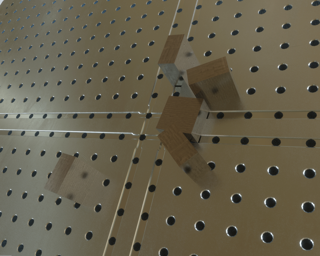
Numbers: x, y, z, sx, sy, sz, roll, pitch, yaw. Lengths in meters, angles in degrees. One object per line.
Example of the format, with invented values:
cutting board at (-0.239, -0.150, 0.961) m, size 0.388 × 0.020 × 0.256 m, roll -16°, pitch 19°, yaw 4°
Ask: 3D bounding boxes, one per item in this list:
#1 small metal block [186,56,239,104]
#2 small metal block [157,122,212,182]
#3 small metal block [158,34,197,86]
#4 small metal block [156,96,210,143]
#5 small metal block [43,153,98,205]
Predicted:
small metal block at (0.067, -0.057, 0.391) m, size 0.050 × 0.050 × 0.025 m, roll -17°, pitch 55°, yaw 18°
small metal block at (0.029, 0.029, 0.359) m, size 0.025 × 0.050 × 0.050 m, roll -39°, pitch 51°, yaw 3°
small metal block at (0.026, -0.095, 0.436) m, size 0.025 × 0.050 × 0.050 m, roll 5°, pitch 64°, yaw 30°
small metal block at (0.030, -0.012, 0.399) m, size 0.050 × 0.025 × 0.050 m, roll 9°, pitch 66°, yaw 31°
small metal block at (-0.116, 0.068, 0.410) m, size 0.025 × 0.050 × 0.050 m, roll 11°, pitch 67°, yaw 32°
